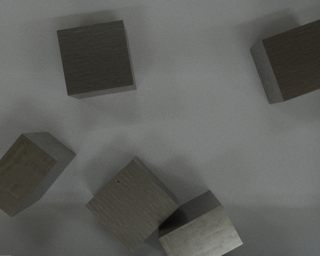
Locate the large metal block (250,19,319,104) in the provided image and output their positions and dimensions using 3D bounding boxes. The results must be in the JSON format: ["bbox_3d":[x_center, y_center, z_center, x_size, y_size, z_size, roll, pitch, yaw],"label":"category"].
[{"bbox_3d":[0.175,-0.083,0.401,0.080,0.050,0.080,-20,90,-1],"label":"large metal block"}]

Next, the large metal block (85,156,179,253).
[{"bbox_3d":[-0.034,0.094,0.399,0.080,0.050,0.080,-44,91,0],"label":"large metal block"}]

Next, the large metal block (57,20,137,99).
[{"bbox_3d":[-0.078,-0.085,0.398,0.080,0.050,0.080,-10,90,-1],"label":"large metal block"}]

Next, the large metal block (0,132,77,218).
[{"bbox_3d":[-0.158,0.052,0.382,0.050,0.080,0.080,39,90,-1],"label":"large metal block"}]

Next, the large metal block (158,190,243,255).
[{"bbox_3d":[0.045,0.126,0.385,0.080,0.080,0.050,-28,90,0],"label":"large metal block"}]
